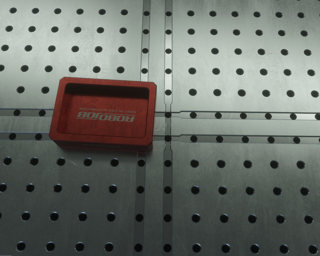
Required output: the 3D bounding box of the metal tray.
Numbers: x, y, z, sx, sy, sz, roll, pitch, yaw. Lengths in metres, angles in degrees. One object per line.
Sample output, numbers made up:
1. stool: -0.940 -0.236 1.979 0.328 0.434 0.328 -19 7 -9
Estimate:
1. metal tray: -0.072 -0.019 0.414 0.131 0.030 0.090 4 70 1
